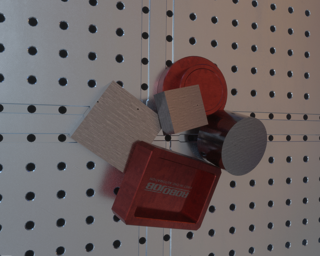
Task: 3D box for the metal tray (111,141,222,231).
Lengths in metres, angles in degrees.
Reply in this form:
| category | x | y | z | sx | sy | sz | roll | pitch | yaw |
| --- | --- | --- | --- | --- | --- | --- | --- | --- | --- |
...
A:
| category | x | y | z | sx | sy | sz | roll | pitch | yaw |
| --- | --- | --- | --- | --- | --- | --- | --- | --- | --- |
| metal tray | 0.014 | 0.076 | 0.385 | 0.131 | 0.030 | 0.090 | 21 | 90 | -41 |

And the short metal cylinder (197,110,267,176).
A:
| category | x | y | z | sx | sy | sz | roll | pitch | yaw |
| --- | --- | --- | --- | --- | --- | --- | --- | --- | --- |
| short metal cylinder | 0.099 | 0.019 | 0.424 | 0.081 | 0.050 | 0.079 | -9 | 109 | -29 |

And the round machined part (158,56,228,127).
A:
| category | x | y | z | sx | sy | sz | roll | pitch | yaw |
| --- | --- | --- | --- | --- | --- | --- | --- | --- | --- |
| round machined part | 0.050 | -0.050 | 0.422 | 0.099 | 0.042 | 0.097 | 0 | 90 | -20 |

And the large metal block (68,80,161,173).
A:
| category | x | y | z | sx | sy | sz | roll | pitch | yaw |
| --- | --- | --- | --- | --- | --- | --- | --- | --- | --- |
| large metal block | -0.053 | 0.001 | 0.380 | 0.080 | 0.050 | 0.080 | 37 | 78 | -16 |

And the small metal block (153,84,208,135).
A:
| category | x | y | z | sx | sy | sz | roll | pitch | yaw |
| --- | --- | --- | --- | --- | --- | --- | --- | --- | --- |
| small metal block | 0.025 | -0.022 | 0.373 | 0.050 | 0.025 | 0.050 | -15 | 92 | -31 |
